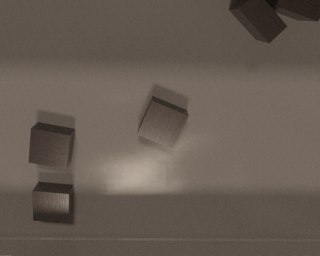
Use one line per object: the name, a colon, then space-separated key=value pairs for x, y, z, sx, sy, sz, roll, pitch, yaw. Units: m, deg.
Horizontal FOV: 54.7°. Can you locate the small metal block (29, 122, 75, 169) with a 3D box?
small metal block: x=-0.146 y=0.024 z=0.418 sx=0.050 sy=0.025 sz=0.050 roll=11 pitch=110 yaw=-5

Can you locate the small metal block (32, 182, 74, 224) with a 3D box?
small metal block: x=-0.154 y=0.108 z=0.449 sx=0.050 sy=0.025 sz=0.050 roll=6 pitch=110 yaw=-3

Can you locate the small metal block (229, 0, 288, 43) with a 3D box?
small metal block: x=0.110 y=-0.126 z=0.353 sx=0.050 sy=0.050 sz=0.025 roll=42 pitch=105 yaw=-14

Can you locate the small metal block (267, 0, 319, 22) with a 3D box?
small metal block: x=0.149 y=-0.141 z=0.348 sx=0.050 sy=0.050 sz=0.025 roll=17 pitch=109 yaw=-7

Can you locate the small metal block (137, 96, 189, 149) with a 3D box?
small metal block: x=0.003 y=-0.008 z=0.409 sx=0.050 sy=0.025 sz=0.050 roll=22 pitch=108 yaw=-9
